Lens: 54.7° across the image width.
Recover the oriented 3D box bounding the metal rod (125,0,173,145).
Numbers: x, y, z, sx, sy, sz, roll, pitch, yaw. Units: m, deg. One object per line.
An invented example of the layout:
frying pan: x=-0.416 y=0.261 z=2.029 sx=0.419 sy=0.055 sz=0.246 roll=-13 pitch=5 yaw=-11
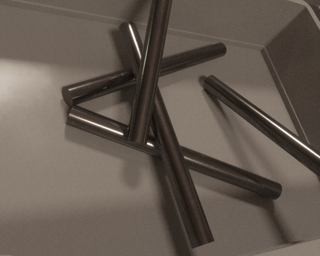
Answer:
metal rod: x=-0.003 y=-0.127 z=0.381 sx=0.025 sy=0.025 sz=0.299 roll=14 pitch=79 yaw=-21

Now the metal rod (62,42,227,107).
metal rod: x=-0.001 y=-0.088 z=0.460 sx=0.302 sy=0.025 sz=0.025 roll=-25 pitch=76 yaw=-37

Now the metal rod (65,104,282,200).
metal rod: x=0.030 y=0.037 z=0.400 sx=0.302 sy=0.025 sz=0.025 roll=21 pitch=54 yaw=-16

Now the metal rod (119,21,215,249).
metal rod: x=0.000 y=-0.009 z=0.378 sx=0.025 sy=0.025 sz=0.299 roll=-5 pitch=64 yaw=-31

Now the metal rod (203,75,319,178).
metal rod: x=0.165 y=0.013 z=0.412 sx=0.025 sy=0.025 sz=0.300 roll=-16 pitch=46 yaw=-35
